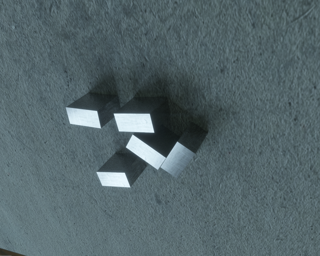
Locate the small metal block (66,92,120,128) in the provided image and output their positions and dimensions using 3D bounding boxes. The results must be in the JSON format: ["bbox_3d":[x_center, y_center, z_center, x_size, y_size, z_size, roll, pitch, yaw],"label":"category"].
[{"bbox_3d":[-0.090,-0.025,0.422,0.050,0.050,0.025,8,122,24],"label":"small metal block"}]

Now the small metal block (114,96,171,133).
[{"bbox_3d":[-0.021,-0.018,0.391,0.050,0.050,0.025,2,119,27],"label":"small metal block"}]

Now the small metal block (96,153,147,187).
[{"bbox_3d":[-0.056,0.061,0.458,0.050,0.050,0.025,-3,117,29],"label":"small metal block"}]

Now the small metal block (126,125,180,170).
[{"bbox_3d":[-0.008,0.019,0.406,0.050,0.050,0.025,35,129,5],"label":"small metal block"}]

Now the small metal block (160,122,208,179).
[{"bbox_3d":[0.031,0.028,0.391,0.025,0.050,0.050,34,129,5],"label":"small metal block"}]
